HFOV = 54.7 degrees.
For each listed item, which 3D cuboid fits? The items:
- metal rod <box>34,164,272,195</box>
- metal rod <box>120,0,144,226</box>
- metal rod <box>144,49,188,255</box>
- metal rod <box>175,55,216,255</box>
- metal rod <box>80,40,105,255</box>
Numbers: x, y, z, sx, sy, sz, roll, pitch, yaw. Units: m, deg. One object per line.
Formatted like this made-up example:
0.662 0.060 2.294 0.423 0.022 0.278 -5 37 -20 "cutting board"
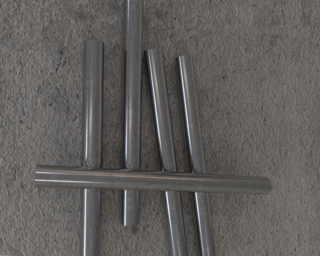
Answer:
0.008 0.066 0.384 0.302 0.025 0.025 6 88 -20 "metal rod"
-0.036 -0.028 0.395 0.025 0.025 0.298 1 90 -20 "metal rod"
0.010 0.047 0.412 0.025 0.025 0.298 -8 93 -20 "metal rod"
0.051 0.052 0.427 0.025 0.025 0.298 -8 93 -20 "metal rod"
-0.083 0.045 0.378 0.025 0.025 0.298 1 90 -20 "metal rod"
